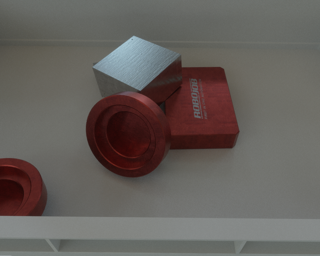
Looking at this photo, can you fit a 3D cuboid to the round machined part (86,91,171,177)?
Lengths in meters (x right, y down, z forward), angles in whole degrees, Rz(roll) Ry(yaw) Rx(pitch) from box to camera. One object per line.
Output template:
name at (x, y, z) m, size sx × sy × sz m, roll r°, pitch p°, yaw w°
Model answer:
round machined part at (-0.033, 0.005, 0.362) m, size 0.098 × 0.097 × 0.042 m, roll 19°, pitch 24°, yaw 15°

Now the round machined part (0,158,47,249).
round machined part at (-0.167, 0.081, 0.319) m, size 0.099 × 0.042 × 0.098 m, roll 0°, pitch 44°, yaw 0°

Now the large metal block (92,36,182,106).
large metal block at (-0.027, -0.069, 0.411) m, size 0.080 × 0.050 × 0.080 m, roll 29°, pitch 59°, yaw 26°

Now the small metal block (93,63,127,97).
small metal block at (-0.070, -0.078, 0.470) m, size 0.050 × 0.025 × 0.050 m, roll -14°, pitch 52°, yaw -12°

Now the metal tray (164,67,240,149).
metal tray at (0.051, -0.032, 0.429) m, size 0.091 × 0.030 × 0.130 m, roll -1°, pitch 50°, yaw -1°
